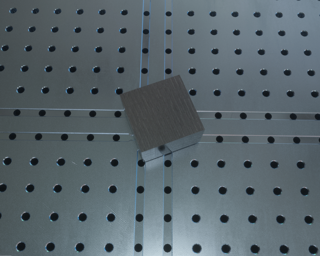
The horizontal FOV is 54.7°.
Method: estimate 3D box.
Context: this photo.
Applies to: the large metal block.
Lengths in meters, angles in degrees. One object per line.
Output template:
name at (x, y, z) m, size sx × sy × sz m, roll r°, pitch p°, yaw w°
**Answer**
large metal block at (0.002, -0.011, 0.400) m, size 0.081 × 0.050 × 0.080 m, roll -20°, pitch 71°, yaw -7°
